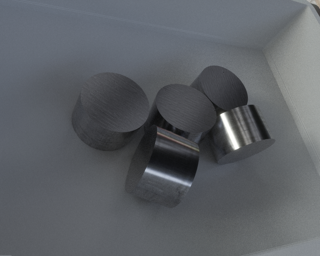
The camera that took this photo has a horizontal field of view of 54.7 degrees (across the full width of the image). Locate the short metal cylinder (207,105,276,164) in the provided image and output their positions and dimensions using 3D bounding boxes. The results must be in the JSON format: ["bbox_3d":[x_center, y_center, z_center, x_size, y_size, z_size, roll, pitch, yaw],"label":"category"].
[{"bbox_3d":[0.107,0.010,0.421,0.081,0.080,0.050,-6,65,-31],"label":"short metal cylinder"}]

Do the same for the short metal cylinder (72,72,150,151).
[{"bbox_3d":[-0.059,-0.019,0.369,0.081,0.050,0.080,14,56,-21],"label":"short metal cylinder"}]

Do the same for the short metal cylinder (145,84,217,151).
[{"bbox_3d":[0.025,-0.011,0.401,0.081,0.050,0.080,12,49,-14],"label":"short metal cylinder"}]

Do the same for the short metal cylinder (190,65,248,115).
[{"bbox_3d":[0.082,-0.046,0.461,0.081,0.050,0.080,14,56,-21],"label":"short metal cylinder"}]

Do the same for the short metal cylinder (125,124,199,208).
[{"bbox_3d":[0.001,0.042,0.345,0.050,0.080,0.080,24,53,-14],"label":"short metal cylinder"}]
